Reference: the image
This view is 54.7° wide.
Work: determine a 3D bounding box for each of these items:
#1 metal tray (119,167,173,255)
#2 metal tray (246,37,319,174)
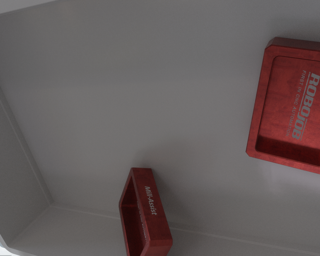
[{"bbox_3d":[-0.026,0.131,0.437,0.030,0.130,0.089,6,126,-22],"label":"metal tray"},{"bbox_3d":[0.145,-0.020,0.316,0.090,0.030,0.129,14,124,20],"label":"metal tray"}]
